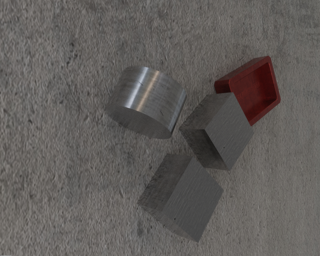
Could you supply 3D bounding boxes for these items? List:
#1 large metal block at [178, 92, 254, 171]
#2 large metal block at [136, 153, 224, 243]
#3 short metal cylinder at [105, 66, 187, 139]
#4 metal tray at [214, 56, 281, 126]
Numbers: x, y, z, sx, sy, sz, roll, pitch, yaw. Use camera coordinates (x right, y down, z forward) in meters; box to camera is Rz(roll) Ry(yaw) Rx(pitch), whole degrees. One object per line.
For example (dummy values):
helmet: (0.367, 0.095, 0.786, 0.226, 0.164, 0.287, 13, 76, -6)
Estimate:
large metal block: (0.086, 0.005, 0.460, 0.080, 0.050, 0.080, -49, 119, -28)
large metal block: (0.029, 0.091, 0.413, 0.080, 0.050, 0.080, 48, 62, -30)
short metal cylinder: (-0.016, -0.027, 0.356, 0.080, 0.080, 0.050, 35, 69, -35)
metal tray: (0.154, -0.060, 0.529, 0.131, 0.030, 0.090, -32, 110, -35)
